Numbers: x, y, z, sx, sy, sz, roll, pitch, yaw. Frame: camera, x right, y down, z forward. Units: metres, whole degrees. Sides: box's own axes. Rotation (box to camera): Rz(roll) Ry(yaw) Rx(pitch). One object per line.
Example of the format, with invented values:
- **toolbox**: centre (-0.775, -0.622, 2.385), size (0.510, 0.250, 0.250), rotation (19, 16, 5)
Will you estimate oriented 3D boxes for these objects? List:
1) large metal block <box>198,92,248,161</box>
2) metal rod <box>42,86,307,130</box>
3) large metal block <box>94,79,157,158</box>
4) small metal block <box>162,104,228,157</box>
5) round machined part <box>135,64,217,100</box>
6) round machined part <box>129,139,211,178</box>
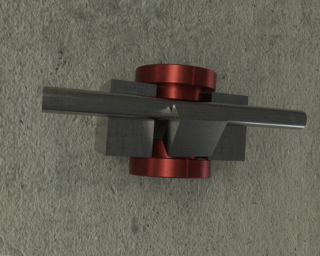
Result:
- **large metal block**: centre (0.068, -0.001, 0.406), size (0.050, 0.080, 0.080), rotation (4, 89, -20)
- **metal rod**: centre (0.033, -0.018, 0.337), size (0.302, 0.025, 0.025), rotation (3, 89, -20)
- **large metal block**: centre (-0.043, -0.010, 0.365), size (0.050, 0.080, 0.080), rotation (5, 89, -20)
- **small metal block**: centre (0.035, 0.004, 0.324), size (0.050, 0.025, 0.050), rotation (2, 130, -19)
- **round machined part**: centre (0.018, -0.047, 0.378), size (0.099, 0.098, 0.042), rotation (4, 90, -20)
- **round machined part**: centre (0.013, 0.037, 0.376), size (0.099, 0.098, 0.042), rotation (5, 84, -20)
